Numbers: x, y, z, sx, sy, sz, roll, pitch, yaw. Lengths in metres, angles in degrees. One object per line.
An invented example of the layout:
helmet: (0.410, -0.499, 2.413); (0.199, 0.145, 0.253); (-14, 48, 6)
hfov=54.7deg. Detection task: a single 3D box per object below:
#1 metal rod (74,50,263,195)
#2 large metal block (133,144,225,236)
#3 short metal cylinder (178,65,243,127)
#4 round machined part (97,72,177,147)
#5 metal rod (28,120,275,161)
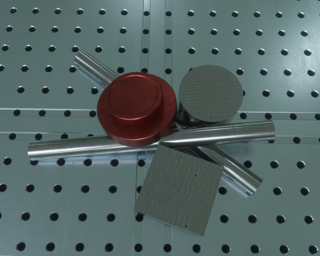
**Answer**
metal rod: (0.003, -0.014, 0.417); (0.300, 0.025, 0.025); (37, 74, 12)
large metal block: (0.022, 0.075, 0.369); (0.080, 0.050, 0.080); (19, 71, 6)
short metal cylinder: (0.064, -0.036, 0.411); (0.081, 0.050, 0.080); (0, 70, 0)
round machined part: (-0.029, -0.029, 0.377); (0.099, 0.042, 0.098); (-2, 61, 5)
metal rod: (-0.014, 0.016, 0.386); (0.302, 0.025, 0.025); (-5, 70, 5)
